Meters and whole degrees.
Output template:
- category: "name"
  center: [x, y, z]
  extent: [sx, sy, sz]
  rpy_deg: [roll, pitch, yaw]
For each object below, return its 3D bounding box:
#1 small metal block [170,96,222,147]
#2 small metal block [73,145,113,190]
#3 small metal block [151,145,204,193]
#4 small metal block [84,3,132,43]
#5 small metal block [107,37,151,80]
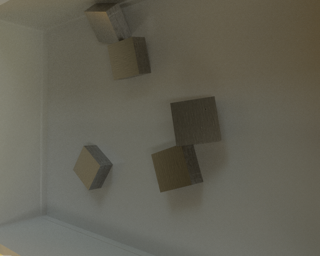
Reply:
- category: "small metal block"
  center: [0.041, -0.006, 0.358]
  extent: [0.050, 0.025, 0.050]
  rpy_deg: [-9, 83, 6]
- category: "small metal block"
  center: [-0.108, 0.063, 0.497]
  extent: [0.050, 0.025, 0.050]
  rpy_deg: [43, 116, 31]
- category: "small metal block"
  center: [0.021, 0.050, 0.390]
  extent: [0.050, 0.025, 0.050]
  rpy_deg: [-23, 76, 37]
- category: "small metal block"
  center: [-0.076, -0.153, 0.452]
  extent: [0.050, 0.025, 0.050]
  rpy_deg: [18, 145, 39]
- category: "small metal block"
  center: [-0.044, -0.097, 0.437]
  extent: [0.050, 0.025, 0.050]
  rpy_deg: [-5, 98, 39]
